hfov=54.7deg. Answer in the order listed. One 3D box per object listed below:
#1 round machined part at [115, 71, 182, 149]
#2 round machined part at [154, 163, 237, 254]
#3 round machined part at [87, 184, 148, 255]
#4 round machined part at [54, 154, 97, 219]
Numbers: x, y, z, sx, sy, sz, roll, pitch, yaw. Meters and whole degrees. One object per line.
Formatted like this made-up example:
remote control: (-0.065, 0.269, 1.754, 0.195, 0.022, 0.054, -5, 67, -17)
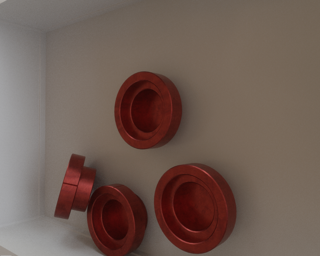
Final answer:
round machined part: (-0.011, -0.022, 0.403, 0.098, 0.042, 0.097, 0, 90, 39)
round machined part: (0.044, 0.089, 0.358, 0.098, 0.042, 0.097, 0, 90, 39)
round machined part: (-0.056, 0.128, 0.440, 0.098, 0.042, 0.097, 0, 90, 39)
round machined part: (-0.127, 0.091, 0.477, 0.098, 0.042, 0.097, -163, 89, -78)
